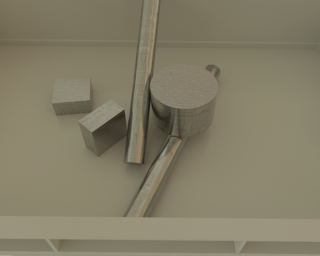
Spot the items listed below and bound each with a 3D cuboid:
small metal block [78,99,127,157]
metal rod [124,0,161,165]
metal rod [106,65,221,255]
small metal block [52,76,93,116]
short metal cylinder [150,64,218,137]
[{"bbox_3d":[-0.069,0.000,0.388,0.025,0.050,0.050,36,58,26],"label":"small metal block"},{"bbox_3d":[-0.018,-0.101,0.408,0.025,0.025,0.299,4,76,3],"label":"metal rod"},{"bbox_3d":[0.020,0.017,0.391,0.025,0.025,0.301,19,52,15],"label":"metal rod"},{"bbox_3d":[-0.123,-0.046,0.442,0.050,0.025,0.050,-6,50,-5],"label":"small metal block"},{"bbox_3d":[0.029,-0.035,0.385,0.081,0.050,0.080,-1,49,1],"label":"short metal cylinder"}]
